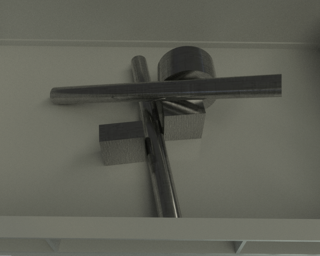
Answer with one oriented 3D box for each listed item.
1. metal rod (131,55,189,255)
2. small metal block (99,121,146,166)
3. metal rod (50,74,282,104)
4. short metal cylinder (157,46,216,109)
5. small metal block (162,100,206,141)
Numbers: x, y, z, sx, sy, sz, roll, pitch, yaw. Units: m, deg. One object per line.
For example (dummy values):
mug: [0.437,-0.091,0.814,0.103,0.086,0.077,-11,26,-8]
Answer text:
metal rod: [-0.009,0.008,0.398,0.025,0.025,0.300,-7,50,-6]
small metal block: [-0.044,0.019,0.372,0.050,0.050,0.025,-6,51,-5]
metal rod: [-0.009,-0.046,0.388,0.301,0.025,0.025,0,48,22]
short metal cylinder: [0.037,-0.064,0.424,0.081,0.080,0.050,-1,50,-1]
small metal block: [0.029,-0.010,0.397,0.050,0.050,0.025,-5,51,-4]
